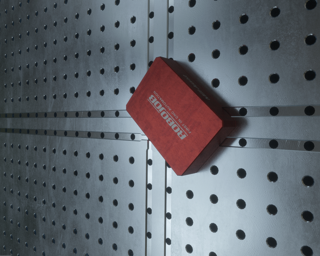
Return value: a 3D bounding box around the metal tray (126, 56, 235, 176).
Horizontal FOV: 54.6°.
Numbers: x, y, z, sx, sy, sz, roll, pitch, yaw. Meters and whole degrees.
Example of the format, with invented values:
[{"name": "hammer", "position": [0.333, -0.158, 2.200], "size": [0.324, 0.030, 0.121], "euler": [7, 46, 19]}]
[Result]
[{"name": "metal tray", "position": [0.020, -0.016, 0.391], "size": [0.130, 0.030, 0.090], "euler": [51, 120, 28]}]
